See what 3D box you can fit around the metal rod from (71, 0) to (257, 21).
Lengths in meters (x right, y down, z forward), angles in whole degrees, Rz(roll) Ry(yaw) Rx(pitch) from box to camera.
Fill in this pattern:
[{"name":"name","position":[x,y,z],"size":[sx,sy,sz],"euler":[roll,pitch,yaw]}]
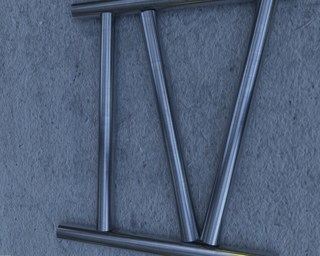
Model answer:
[{"name":"metal rod","position":[0.020,-0.167,0.402],"size":[0.301,0.025,0.025],"euler":[1,91,19]}]

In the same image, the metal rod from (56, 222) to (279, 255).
[{"name":"metal rod","position":[-0.004,0.155,0.410],"size":[0.301,0.025,0.025],"euler":[1,91,19]}]

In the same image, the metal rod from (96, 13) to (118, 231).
[{"name":"metal rod","position":[-0.074,-0.008,0.434],"size":[0.025,0.025,0.298],"euler":[1,90,19]}]

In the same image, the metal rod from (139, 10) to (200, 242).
[{"name":"metal rod","position":[0.012,-0.006,0.404],"size":[0.025,0.025,0.298],"euler":[-12,86,19]}]

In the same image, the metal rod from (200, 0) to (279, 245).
[{"name":"metal rod","position":[0.095,-0.005,0.376],"size":[0.025,0.025,0.298],"euler":[14,94,19]}]
